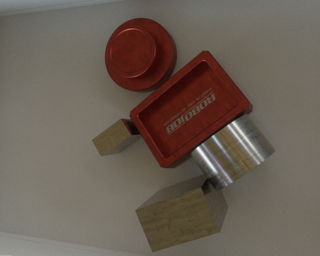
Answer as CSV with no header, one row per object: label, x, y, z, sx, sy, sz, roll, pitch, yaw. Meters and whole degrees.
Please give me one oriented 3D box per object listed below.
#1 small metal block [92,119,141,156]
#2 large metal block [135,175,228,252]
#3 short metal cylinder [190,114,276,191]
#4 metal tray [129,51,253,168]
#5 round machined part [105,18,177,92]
small metal block,-0.054,0.012,0.415,0.050,0.050,0.025,-35,79,16
large metal block,0.029,0.096,0.368,0.080,0.080,0.050,-24,87,18
short metal cylinder,0.082,0.028,0.352,0.080,0.080,0.050,-38,78,16
metal tray,0.036,-0.021,0.387,0.130,0.030,0.090,-38,70,15
round machined part,-0.030,-0.098,0.411,0.098,0.042,0.097,0,90,19
